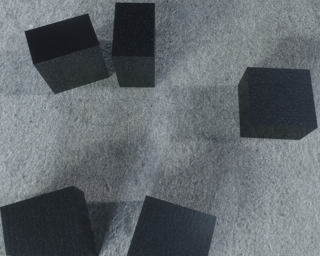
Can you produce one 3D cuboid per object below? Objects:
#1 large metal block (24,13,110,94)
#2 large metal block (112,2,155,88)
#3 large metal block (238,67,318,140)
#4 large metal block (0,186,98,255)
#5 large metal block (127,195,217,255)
[{"bbox_3d":[-0.119,-0.096,0.412,0.081,0.080,0.050,-19,72,-7],"label":"large metal block"},{"bbox_3d":[-0.032,-0.109,0.418,0.050,0.080,0.080,1,70,0],"label":"large metal block"},{"bbox_3d":[0.151,-0.031,0.408,0.081,0.050,0.080,3,70,0],"label":"large metal block"},{"bbox_3d":[-0.123,0.119,0.350,0.081,0.050,0.080,-16,71,-6],"label":"large metal block"},{"bbox_3d":[0.011,0.129,0.348,0.080,0.050,0.080,16,71,5],"label":"large metal block"}]
